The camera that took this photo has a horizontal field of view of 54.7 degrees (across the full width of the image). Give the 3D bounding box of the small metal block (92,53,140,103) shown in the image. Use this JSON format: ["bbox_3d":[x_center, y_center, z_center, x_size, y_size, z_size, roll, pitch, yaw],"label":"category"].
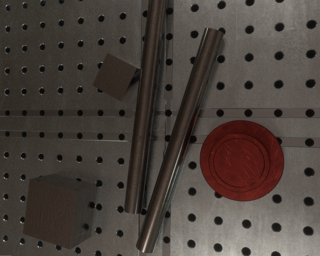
[{"bbox_3d":[-0.058,-0.069,0.432,0.050,0.025,0.050,30,100,17],"label":"small metal block"}]

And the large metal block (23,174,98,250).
[{"bbox_3d":[-0.143,0.117,0.448,0.080,0.050,0.079,9,93,19],"label":"large metal block"}]

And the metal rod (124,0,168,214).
[{"bbox_3d":[-0.019,-0.034,0.418,0.025,0.025,0.298,8,93,19],"label":"metal rod"}]

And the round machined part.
[{"bbox_3d":[0.096,0.039,0.370,0.098,0.042,0.097,0,90,19],"label":"round machined part"}]

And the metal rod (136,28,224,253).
[{"bbox_3d":[0.024,0.021,0.403,0.025,0.025,0.298,19,96,18],"label":"metal rod"}]
